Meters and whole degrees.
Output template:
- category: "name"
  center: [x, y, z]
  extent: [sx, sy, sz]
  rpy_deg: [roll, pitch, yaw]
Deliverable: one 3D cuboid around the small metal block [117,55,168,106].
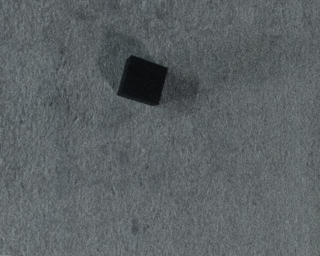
- category: "small metal block"
  center: [-0.023, -0.060, 0.400]
  extent: [0.050, 0.025, 0.050]
  rpy_deg: [16, 85, -19]
